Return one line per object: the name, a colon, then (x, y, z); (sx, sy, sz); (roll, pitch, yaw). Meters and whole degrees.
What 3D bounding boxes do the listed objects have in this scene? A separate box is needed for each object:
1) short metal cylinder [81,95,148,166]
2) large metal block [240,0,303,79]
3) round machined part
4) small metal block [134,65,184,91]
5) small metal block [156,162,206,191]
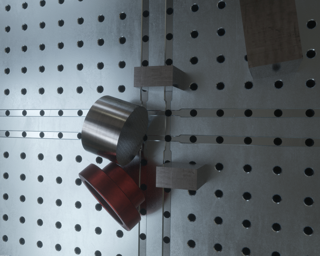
short metal cylinder: (-0.056, 0.003, 0.402); (0.050, 0.080, 0.080); (19, 96, 19)
large metal block: (0.121, -0.103, 0.341); (0.050, 0.080, 0.080); (-8, 88, 19)
round machined part: (-0.057, 0.083, 0.403); (0.098, 0.098, 0.042); (43, 68, 14)
small metal block: (0.000, -0.063, 0.399); (0.050, 0.050, 0.025); (1, 91, 19)
small metal block: (0.027, 0.059, 0.389); (0.050, 0.050, 0.025); (1, 91, 19)
